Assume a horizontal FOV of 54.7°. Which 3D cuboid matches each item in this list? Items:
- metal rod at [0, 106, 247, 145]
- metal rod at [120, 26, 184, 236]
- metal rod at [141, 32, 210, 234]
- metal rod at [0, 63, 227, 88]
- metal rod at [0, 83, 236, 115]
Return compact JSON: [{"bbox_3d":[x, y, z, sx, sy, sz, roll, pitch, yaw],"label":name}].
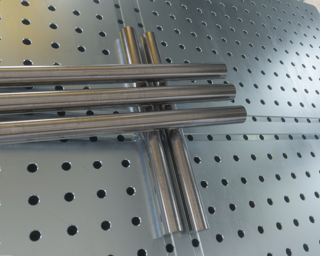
[{"bbox_3d":[-0.029,-0.007,0.371,0.303,0.025,0.025,-5,64,-21],"label":"metal rod"},{"bbox_3d":[-0.017,-0.014,0.409,0.025,0.025,0.299,1,61,-28],"label":"metal rod"},{"bbox_3d":[0.014,-0.011,0.424,0.025,0.025,0.299,1,61,-28],"label":"metal rod"},{"bbox_3d":[-0.047,-0.070,0.400,0.303,0.025,0.025,-6,65,-22],"label":"metal rod"},{"bbox_3d":[-0.038,-0.038,0.386,0.303,0.025,0.025,-5,64,-22],"label":"metal rod"}]
